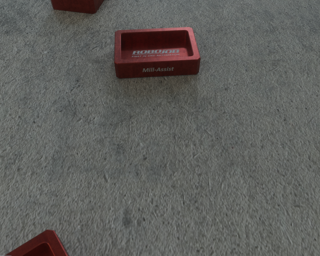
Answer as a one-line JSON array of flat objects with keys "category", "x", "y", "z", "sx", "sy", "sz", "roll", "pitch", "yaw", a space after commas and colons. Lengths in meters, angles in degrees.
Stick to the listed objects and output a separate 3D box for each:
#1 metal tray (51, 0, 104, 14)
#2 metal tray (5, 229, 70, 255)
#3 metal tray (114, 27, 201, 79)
[{"category": "metal tray", "x": -0.157, "y": -0.287, "z": 0.640, "sx": 0.090, "sy": 0.030, "sz": 0.130, "roll": 9, "pitch": 51, "yaw": 7}, {"category": "metal tray", "x": -0.130, "y": 0.161, "z": 0.262, "sx": 0.131, "sy": 0.030, "sz": 0.090, "roll": -29, "pitch": 56, "yaw": -23}, {"category": "metal tray", "x": -0.007, "y": -0.124, "z": 0.503, "sx": 0.131, "sy": 0.030, "sz": 0.090, "roll": -4, "pitch": 50, "yaw": -3}]
